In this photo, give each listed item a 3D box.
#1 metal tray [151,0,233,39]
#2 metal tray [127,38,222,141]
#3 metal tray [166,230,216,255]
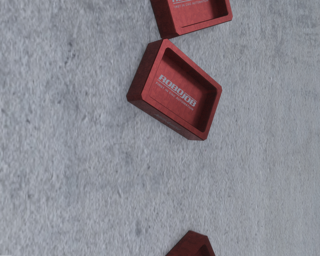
[{"bbox_3d":[0.046,-0.185,0.441,0.131,0.030,0.089,-28,108,-37],"label":"metal tray"},{"bbox_3d":[0.026,-0.048,0.424,0.130,0.030,0.090,32,70,-36],"label":"metal tray"},{"bbox_3d":[0.050,0.228,0.446,0.091,0.030,0.129,-35,112,-35],"label":"metal tray"}]
